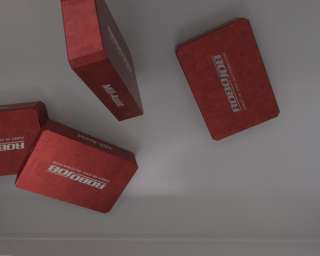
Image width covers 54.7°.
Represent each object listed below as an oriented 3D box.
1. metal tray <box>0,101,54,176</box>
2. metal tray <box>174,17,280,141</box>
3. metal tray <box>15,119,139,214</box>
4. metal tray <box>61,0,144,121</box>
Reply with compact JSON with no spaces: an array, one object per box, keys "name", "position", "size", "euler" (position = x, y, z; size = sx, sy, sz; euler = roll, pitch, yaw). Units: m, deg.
[{"name":"metal tray","position":[-0.213,0.017,0.413],"size":[0.131,0.030,0.089],"euler":[-6,110,2]},{"name":"metal tray","position":[0.084,-0.059,0.388],"size":[0.090,0.030,0.129],"euler":[-23,109,8]},{"name":"metal tray","position":[-0.107,0.054,0.408],"size":[0.131,0.030,0.090],"euler":[25,107,-25]},{"name":"metal tray","position":[-0.054,-0.071,0.314],"size":[0.030,0.130,0.090],"euler":[-16,69,6]}]
